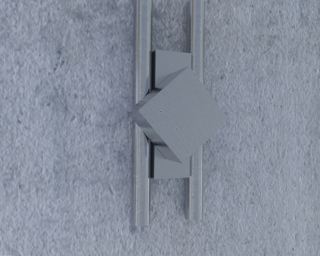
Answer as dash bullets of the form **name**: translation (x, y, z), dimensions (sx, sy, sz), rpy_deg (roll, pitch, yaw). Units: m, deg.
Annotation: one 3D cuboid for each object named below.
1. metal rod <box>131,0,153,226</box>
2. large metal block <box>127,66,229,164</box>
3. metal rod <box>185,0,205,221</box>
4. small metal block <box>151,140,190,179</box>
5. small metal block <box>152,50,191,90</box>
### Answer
- **metal rod**: translation (-0.023, -0.025, 0.403), dimensions (0.025, 0.025, 0.298), rpy_deg (1, 90, -20)
- **large metal block**: translation (0.021, -0.015, 0.377), dimensions (0.080, 0.050, 0.080), rpy_deg (-43, 104, -15)
- **metal rod**: translation (0.048, -0.024, 0.430), dimensions (0.025, 0.025, 0.298), rpy_deg (1, 90, -20)
- **small metal block**: translation (0.012, 0.041, 0.415), dimensions (0.050, 0.025, 0.050), rpy_deg (1, 90, -21)
- **small metal block**: translation (0.013, -0.075, 0.415), dimensions (0.050, 0.025, 0.050), rpy_deg (1, 90, -21)
